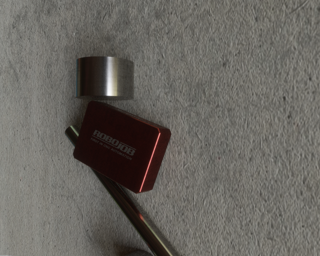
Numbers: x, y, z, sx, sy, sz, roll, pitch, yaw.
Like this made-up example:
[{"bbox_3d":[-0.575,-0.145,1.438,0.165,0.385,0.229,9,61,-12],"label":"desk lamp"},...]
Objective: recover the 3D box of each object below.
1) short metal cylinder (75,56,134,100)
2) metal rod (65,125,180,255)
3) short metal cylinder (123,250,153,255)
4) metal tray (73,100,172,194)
[{"bbox_3d":[-0.077,-0.066,0.432,0.080,0.081,0.050,1,91,40],"label":"short metal cylinder"},{"bbox_3d":[-0.059,0.096,0.453,0.300,0.025,0.025,45,117,30],"label":"metal rod"},{"bbox_3d":[-0.038,0.214,0.420,0.080,0.050,0.080,0,90,40],"label":"short metal cylinder"},{"bbox_3d":[-0.057,0.023,0.432,0.130,0.030,0.089,23,98,30],"label":"metal tray"}]
